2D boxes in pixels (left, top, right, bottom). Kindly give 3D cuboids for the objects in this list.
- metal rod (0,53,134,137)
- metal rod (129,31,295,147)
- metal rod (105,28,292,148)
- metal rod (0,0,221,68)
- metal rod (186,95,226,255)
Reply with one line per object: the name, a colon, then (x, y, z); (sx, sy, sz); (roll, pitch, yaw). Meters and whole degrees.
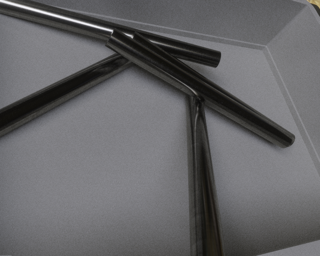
metal rod: (-0.110, -0.049, 0.375); (0.025, 0.025, 0.302); (47, 51, 5)
metal rod: (0.086, -0.048, 0.456); (0.301, 0.025, 0.025); (29, 52, -20)
metal rod: (0.066, -0.045, 0.425); (0.301, 0.025, 0.025); (27, 52, -19)
metal rod: (-0.060, -0.130, 0.425); (0.302, 0.025, 0.025); (11, 57, -12)
metal rod: (0.042, 0.030, 0.330); (0.025, 0.025, 0.300); (28, 27, -11)
